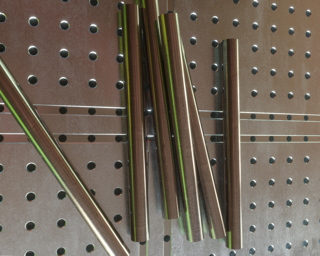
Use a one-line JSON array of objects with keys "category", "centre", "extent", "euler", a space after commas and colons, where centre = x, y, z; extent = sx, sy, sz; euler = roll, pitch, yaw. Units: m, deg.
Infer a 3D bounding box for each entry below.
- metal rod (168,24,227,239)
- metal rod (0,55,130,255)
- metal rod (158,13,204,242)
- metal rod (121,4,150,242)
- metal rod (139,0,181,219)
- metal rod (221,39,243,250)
[{"category": "metal rod", "centre": [0.048, 0.008, 0.429], "extent": [0.025, 0.025, 0.299], "euler": [-15, 95, -19]}, {"category": "metal rod", "centre": [-0.123, 0.037, 0.367], "extent": [0.025, 0.025, 0.299], "euler": [-34, 101, -17]}, {"category": "metal rod", "centre": [0.030, 0.006, 0.409], "extent": [0.025, 0.025, 0.298], "euler": [-11, 99, -20]}, {"category": "metal rod", "centre": [-0.032, -0.006, 0.400], "extent": [0.025, 0.025, 0.298], "euler": [-3, 91, -20]}, {"category": "metal rod", "centre": [0.000, -0.029, 0.412], "extent": [0.025, 0.025, 0.298], "euler": [-7, 92, -20]}, {"category": "metal rod", "centre": [0.105, 0.023, 0.450], "extent": [0.025, 0.025, 0.298], "euler": [-2, 91, -20]}]
